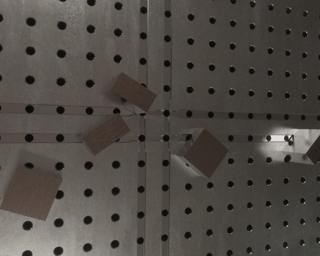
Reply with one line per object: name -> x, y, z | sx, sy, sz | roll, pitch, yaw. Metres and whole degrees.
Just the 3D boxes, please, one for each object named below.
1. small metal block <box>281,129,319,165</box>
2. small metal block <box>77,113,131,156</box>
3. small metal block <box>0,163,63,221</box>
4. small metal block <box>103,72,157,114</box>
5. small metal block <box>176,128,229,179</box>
small metal block -> 0.230, 0.028, 0.487 | 0.050, 0.050, 0.025 | -47, 105, -14
small metal block -> -0.069, 0.007, 0.375 | 0.050, 0.050, 0.025 | -36, 102, -17
small metal block -> -0.148, 0.074, 0.358 | 0.050, 0.025, 0.050 | 23, 82, -19
small metal block -> -0.038, -0.042, 0.386 | 0.050, 0.050, 0.025 | 32, 80, -18
small metal block -> 0.060, 0.035, 0.436 | 0.050, 0.025, 0.050 | 41, 77, -16
